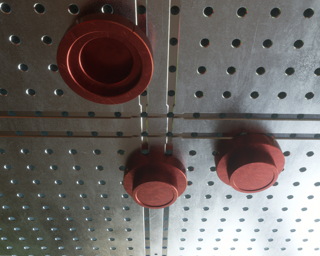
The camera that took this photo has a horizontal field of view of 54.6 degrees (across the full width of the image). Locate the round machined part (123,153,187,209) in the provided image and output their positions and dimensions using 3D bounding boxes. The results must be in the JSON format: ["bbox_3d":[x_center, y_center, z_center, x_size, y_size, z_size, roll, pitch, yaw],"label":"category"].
[{"bbox_3d":[-0.007,0.087,0.474,0.099,0.042,0.097,0,130,0],"label":"round machined part"}]

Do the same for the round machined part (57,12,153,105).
[{"bbox_3d":[-0.056,-0.077,0.335,0.099,0.042,0.097,0,130,0],"label":"round machined part"}]

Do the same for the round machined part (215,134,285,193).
[{"bbox_3d":[0.132,0.058,0.450,0.099,0.042,0.097,0,130,0],"label":"round machined part"}]
